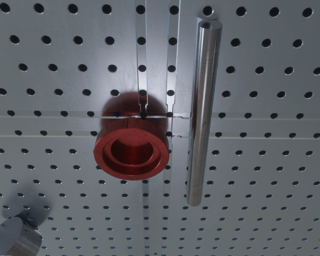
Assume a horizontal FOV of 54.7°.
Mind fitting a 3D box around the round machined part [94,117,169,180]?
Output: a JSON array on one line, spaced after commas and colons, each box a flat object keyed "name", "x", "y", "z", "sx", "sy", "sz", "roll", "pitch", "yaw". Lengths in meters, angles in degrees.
[{"name": "round machined part", "x": -0.037, "y": 0.024, "z": 0.420, "sx": 0.099, "sy": 0.042, "sz": 0.097, "roll": 0, "pitch": 130, "yaw": 0}]

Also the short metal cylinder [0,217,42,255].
[{"name": "short metal cylinder", "x": -0.259, "y": 0.206, "z": 0.548, "sx": 0.080, "sy": 0.080, "sz": 0.050, "roll": -21, "pitch": 127, "yaw": 17}]

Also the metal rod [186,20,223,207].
[{"name": "metal rod", "x": 0.054, "y": 0.006, "z": 0.417, "sx": 0.025, "sy": 0.025, "sz": 0.298, "roll": -1, "pitch": 130, "yaw": 0}]
